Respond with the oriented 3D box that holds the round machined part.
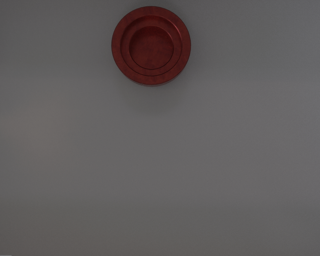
[{"bbox_3d":[-0.011,-0.102,0.403,0.099,0.042,0.097,0,90,0],"label":"round machined part"}]
